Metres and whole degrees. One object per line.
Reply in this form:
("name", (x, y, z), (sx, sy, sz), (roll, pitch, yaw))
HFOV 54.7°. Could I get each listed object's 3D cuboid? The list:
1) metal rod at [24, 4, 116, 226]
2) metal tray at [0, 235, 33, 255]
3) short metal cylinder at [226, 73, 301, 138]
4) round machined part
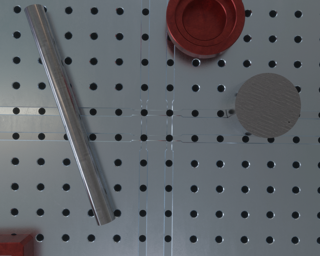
("metal rod", (-0.119, -0.017, 0.412), (0.025, 0.025, 0.299), (-19, 90, 0))
("metal tray", (-0.239, 0.191, 0.409), (0.131, 0.030, 0.089), (-1, 90, 0))
("short metal cylinder", (0.132, -0.028, 0.402), (0.081, 0.050, 0.079), (0, 90, 0))
("round machined part", (0.057, -0.139, 0.405), (0.099, 0.042, 0.097), (0, 90, 0))
